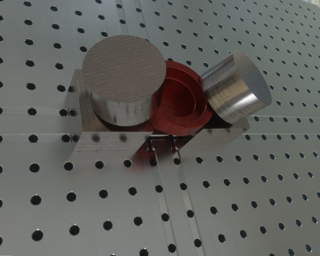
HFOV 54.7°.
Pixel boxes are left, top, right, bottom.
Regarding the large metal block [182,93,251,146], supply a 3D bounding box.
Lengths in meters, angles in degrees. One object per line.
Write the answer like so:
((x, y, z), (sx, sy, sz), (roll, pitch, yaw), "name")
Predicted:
((0.070, -0.023, 0.443), (0.081, 0.050, 0.080), (-1, 62, -29), "large metal block")

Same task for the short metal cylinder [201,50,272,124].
((0.097, -0.052, 0.395), (0.080, 0.050, 0.080), (31, 42, -33), "short metal cylinder")

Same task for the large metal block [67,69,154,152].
((-0.062, -0.019, 0.370), (0.081, 0.050, 0.080), (1, 62, -28), "large metal block")

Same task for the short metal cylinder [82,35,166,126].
((-0.036, -0.048, 0.321), (0.081, 0.050, 0.080), (2, 65, -4), "short metal cylinder")

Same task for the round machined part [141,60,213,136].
((0.014, -0.033, 0.387), (0.099, 0.042, 0.098), (14, 56, -21), "round machined part")
